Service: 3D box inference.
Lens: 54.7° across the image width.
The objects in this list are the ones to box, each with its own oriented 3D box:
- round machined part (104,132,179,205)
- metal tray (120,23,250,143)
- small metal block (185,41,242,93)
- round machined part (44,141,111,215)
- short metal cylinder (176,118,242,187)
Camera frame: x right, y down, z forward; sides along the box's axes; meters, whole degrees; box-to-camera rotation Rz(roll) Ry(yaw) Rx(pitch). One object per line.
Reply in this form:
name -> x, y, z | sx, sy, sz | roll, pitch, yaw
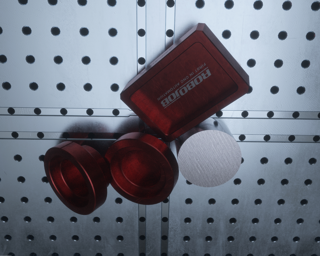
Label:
round machined part -> -0.021, 0.049, 0.411 | 0.098, 0.042, 0.097 | 9, 116, 19
metal tray -> 0.028, -0.048, 0.371 | 0.130, 0.030, 0.090 | -35, 110, 30
small metal block -> 0.063, -0.078, 0.386 | 0.050, 0.025, 0.050 | 39, 105, -14
round machined part -> -0.104, 0.061, 0.409 | 0.098, 0.042, 0.097 | 18, 122, 31
short metal cylinder -> 0.062, 0.031, 0.412 | 0.081, 0.050, 0.079 | 0, 110, 0
